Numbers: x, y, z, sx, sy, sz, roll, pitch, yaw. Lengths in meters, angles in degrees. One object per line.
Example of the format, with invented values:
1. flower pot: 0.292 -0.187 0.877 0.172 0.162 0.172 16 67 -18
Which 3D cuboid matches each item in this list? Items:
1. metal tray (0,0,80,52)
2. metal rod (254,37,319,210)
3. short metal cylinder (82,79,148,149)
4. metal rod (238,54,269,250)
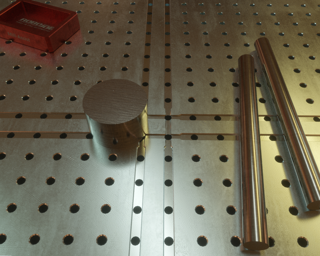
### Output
1. metal tray: -0.225 -0.188 0.559 0.130 0.030 0.090 19 52 15
2. metal rod: 0.174 -0.030 0.435 0.025 0.025 0.300 0 50 0
3. short metal cylinder: -0.056 -0.019 0.407 0.081 0.050 0.080 0 50 0
4. metal rod: 0.117 0.004 0.405 0.025 0.025 0.300 7 50 5
